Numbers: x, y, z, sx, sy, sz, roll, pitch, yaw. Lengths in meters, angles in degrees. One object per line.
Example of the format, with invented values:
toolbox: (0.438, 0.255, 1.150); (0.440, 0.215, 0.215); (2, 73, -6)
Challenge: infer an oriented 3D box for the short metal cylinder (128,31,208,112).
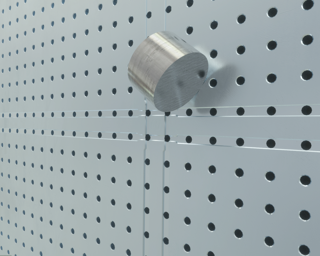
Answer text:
short metal cylinder: (0.010, -0.065, 0.364); (0.050, 0.081, 0.080); (46, 117, 30)
